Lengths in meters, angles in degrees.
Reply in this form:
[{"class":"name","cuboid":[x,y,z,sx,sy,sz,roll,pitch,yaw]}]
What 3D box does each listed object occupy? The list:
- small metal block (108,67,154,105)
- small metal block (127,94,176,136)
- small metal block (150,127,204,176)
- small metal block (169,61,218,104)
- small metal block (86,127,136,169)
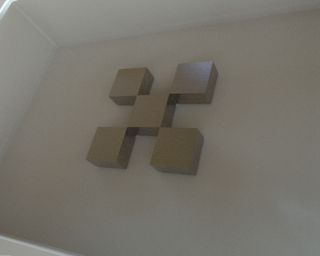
[{"class":"small metal block","cuboid":[-0.042,-0.062,0.464,0.050,0.025,0.050,2,62,29]},{"class":"small metal block","cuboid":[-0.011,-0.017,0.419,0.050,0.025,0.050,1,62,28]},{"class":"small metal block","cuboid":[0.021,0.027,0.375,0.050,0.025,0.050,2,62,29]},{"class":"small metal block","cuboid":[0.046,-0.060,0.416,0.050,0.025,0.050,3,63,29]},{"class":"small metal block","cuboid":[-0.066,0.026,0.422,0.050,0.025,0.050,1,62,28]}]
